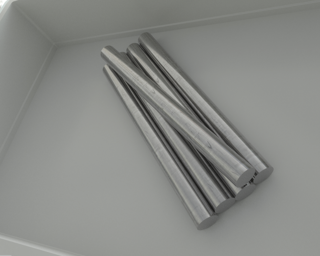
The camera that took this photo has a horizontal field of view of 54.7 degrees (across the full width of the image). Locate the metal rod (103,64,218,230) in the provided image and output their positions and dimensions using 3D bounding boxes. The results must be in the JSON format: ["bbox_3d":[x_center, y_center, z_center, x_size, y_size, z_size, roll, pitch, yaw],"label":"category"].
[{"bbox_3d":[-0.016,0.001,0.412,0.025,0.025,0.300,-37,51,4],"label":"metal rod"}]

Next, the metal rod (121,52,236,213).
[{"bbox_3d":[0.002,-0.017,0.413,0.025,0.025,0.300,-37,51,4],"label":"metal rod"}]

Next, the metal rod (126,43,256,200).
[{"bbox_3d":[0.022,-0.031,0.411,0.025,0.025,0.300,-37,51,4],"label":"metal rod"}]

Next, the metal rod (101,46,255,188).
[{"bbox_3d":[0.000,-0.035,0.392,0.025,0.025,0.300,-43,51,-2],"label":"metal rod"}]

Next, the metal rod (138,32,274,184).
[{"bbox_3d":[0.041,-0.048,0.412,0.025,0.025,0.300,-37,51,4],"label":"metal rod"}]
